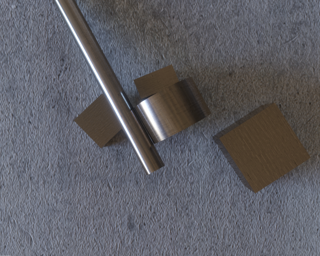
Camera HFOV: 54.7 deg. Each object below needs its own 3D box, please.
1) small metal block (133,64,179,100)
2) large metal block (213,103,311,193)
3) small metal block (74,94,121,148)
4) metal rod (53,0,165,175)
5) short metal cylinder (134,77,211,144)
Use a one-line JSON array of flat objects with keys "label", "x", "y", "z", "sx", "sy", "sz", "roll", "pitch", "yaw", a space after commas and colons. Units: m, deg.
[{"label": "small metal block", "x": -0.004, "y": -0.056, "z": 0.397, "sx": 0.050, "sy": 0.050, "sz": 0.025, "roll": -22, "pitch": 90, "yaw": 0}, {"label": "large metal block", "x": 0.127, "y": 0.024, "z": 0.399, "sx": 0.080, "sy": 0.050, "sz": 0.080, "roll": -33, "pitch": 90, "yaw": 0}, {"label": "small metal block", "x": -0.075, "y": -0.009, "z": 0.409, "sx": 0.050, "sy": 0.025, "sz": 0.050, "roll": -44, "pitch": 91, "yaw": 0}, {"label": "metal rod", "x": -0.077, "y": -0.079, "z": 0.392, "sx": 0.025, "sy": 0.025, "sz": 0.299, "roll": -29, "pitch": 84, "yaw": 0}, {"label": "short metal cylinder", "x": 0.016, "y": -0.021, "z": 0.383, "sx": 0.080, "sy": 0.080, "sz": 0.050, "roll": -28, "pitch": 91, "yaw": 0}]
